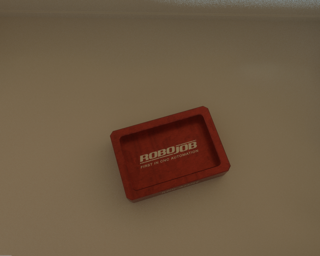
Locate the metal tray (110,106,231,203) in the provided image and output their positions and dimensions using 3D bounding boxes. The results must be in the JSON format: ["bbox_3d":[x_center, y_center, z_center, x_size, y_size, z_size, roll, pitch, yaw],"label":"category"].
[{"bbox_3d":[0.012,0.033,0.395,0.131,0.030,0.090,-16,71,-6],"label":"metal tray"}]
